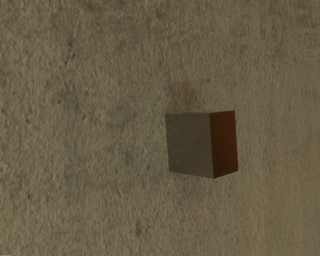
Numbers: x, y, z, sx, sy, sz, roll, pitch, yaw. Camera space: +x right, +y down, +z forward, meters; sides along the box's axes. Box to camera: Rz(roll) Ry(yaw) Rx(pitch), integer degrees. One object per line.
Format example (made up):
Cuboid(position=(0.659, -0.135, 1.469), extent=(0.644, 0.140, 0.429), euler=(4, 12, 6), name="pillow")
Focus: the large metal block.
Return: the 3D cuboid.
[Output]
Cuboid(position=(0.055, 0.019, 0.417), extent=(0.050, 0.080, 0.079), euler=(-8, 95, -40), name="large metal block")
